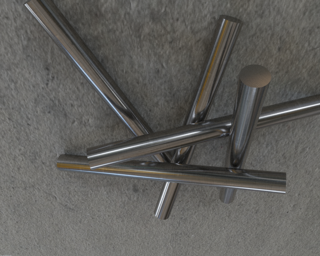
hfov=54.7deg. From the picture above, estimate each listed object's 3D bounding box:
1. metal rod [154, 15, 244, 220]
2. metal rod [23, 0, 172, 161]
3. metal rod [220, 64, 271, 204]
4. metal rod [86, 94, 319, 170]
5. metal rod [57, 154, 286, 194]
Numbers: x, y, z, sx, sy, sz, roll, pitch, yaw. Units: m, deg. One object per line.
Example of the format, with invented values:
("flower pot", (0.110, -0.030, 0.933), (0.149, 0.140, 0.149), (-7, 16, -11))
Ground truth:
("metal rod", (0.038, 0.010, 0.394), (0.025, 0.025, 0.298), (10, 123, -9))
("metal rod", (-0.048, -0.027, 0.383), (0.025, 0.025, 0.300), (-24, 127, 18))
("metal rod", (0.093, 0.035, 0.379), (0.025, 0.025, 0.299), (-5, 148, 4))
("metal rod", (0.067, 0.001, 0.363), (0.302, 0.025, 0.025), (-13, 131, -8))
("metal rod", (0.001, 0.057, 0.402), (0.301, 0.025, 0.025), (3, 132, 18))
